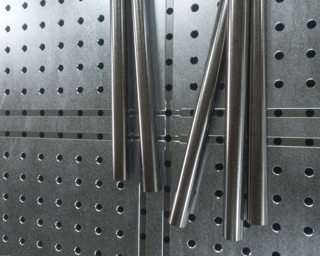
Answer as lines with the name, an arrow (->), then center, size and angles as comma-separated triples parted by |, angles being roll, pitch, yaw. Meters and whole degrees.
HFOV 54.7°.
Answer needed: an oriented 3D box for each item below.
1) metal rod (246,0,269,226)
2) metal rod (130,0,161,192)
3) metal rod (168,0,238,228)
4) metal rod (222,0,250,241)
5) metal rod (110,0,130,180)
metal rod -> 0.116, -0.036, 0.371 | 0.025, 0.025, 0.298 | 0, 90, 19
metal rod -> -0.021, -0.065, 0.418 | 0.025, 0.025, 0.298 | -4, 89, 19
metal rod -> 0.056, -0.021, 0.392 | 0.025, 0.025, 0.298 | 14, 95, 19
metal rod -> 0.090, -0.015, 0.368 | 0.025, 0.025, 0.298 | 2, 95, 19
metal rod -> -0.056, -0.078, 0.431 | 0.025, 0.025, 0.298 | -1, 90, 19
